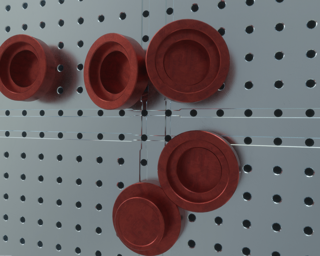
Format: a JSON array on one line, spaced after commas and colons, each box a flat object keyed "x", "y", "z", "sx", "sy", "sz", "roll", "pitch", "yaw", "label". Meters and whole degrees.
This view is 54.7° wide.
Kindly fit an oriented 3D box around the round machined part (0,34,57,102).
[{"x": -0.199, "y": -0.089, "z": 0.472, "sx": 0.098, "sy": 0.042, "sz": 0.097, "roll": 0, "pitch": 90, "yaw": 19, "label": "round machined part"}]

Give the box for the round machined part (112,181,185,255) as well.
[{"x": -0.020, "y": 0.121, "z": 0.410, "sx": 0.098, "sy": 0.042, "sz": 0.097, "roll": 0, "pitch": 90, "yaw": 19, "label": "round machined part"}]

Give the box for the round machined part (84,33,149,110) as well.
[{"x": -0.053, "y": -0.073, "z": 0.412, "sx": 0.098, "sy": 0.042, "sz": 0.097, "roll": 2, "pitch": 94, "yaw": 36, "label": "round machined part"}]

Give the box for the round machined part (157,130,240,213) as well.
[{"x": 0.050, "y": 0.051, "z": 0.385, "sx": 0.098, "sy": 0.042, "sz": 0.097, "roll": 0, "pitch": 90, "yaw": 19, "label": "round machined part"}]

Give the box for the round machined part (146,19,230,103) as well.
[{"x": 0.032, "y": -0.079, "z": 0.381, "sx": 0.099, "sy": 0.042, "sz": 0.097, "roll": 0, "pitch": 91, "yaw": -1, "label": "round machined part"}]
